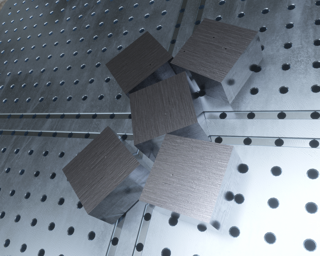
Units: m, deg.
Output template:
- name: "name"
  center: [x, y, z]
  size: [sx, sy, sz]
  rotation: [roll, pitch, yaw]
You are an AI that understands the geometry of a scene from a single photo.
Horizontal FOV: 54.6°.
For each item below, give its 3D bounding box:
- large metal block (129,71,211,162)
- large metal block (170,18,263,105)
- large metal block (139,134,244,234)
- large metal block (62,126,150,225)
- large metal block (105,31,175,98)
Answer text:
- name: "large metal block"
  center: [0.011, -0.014, 0.395]
  size: [0.080, 0.050, 0.080]
  rotation: [-20, 54, 16]
- name: "large metal block"
  center: [0.075, -0.089, 0.407]
  size: [0.080, 0.050, 0.080]
  rotation: [30, 78, 35]
- name: "large metal block"
  center: [0.036, 0.059, 0.338]
  size: [0.080, 0.050, 0.080]
  rotation: [10, 66, 32]
- name: "large metal block"
  center: [-0.063, 0.058, 0.388]
  size: [0.080, 0.050, 0.080]
  rotation: [-44, 51, -3]
- name: "large metal block"
  center: [-0.022, -0.083, 0.455]
  size: [0.080, 0.050, 0.080]
  rotation: [-38, 50, 3]
